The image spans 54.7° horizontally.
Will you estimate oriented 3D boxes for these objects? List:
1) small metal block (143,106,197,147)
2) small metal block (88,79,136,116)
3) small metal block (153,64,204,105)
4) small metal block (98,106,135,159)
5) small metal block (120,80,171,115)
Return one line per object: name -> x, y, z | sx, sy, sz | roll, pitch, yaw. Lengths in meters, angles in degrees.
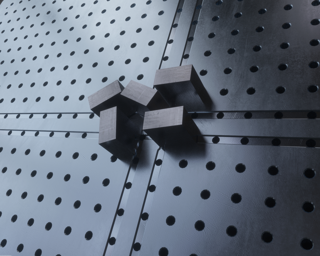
small metal block -> 0.014, 0.000, 0.384 | 0.050, 0.050, 0.025 | -8, 59, 24
small metal block -> -0.067, -0.035, 0.447 | 0.050, 0.050, 0.025 | -29, 52, 10
small metal block -> 0.026, -0.056, 0.412 | 0.050, 0.050, 0.025 | -4, 60, 26
small metal block -> -0.057, 0.007, 0.416 | 0.025, 0.050, 0.050 | -16, 55, 19
small metal block -> -0.018, -0.035, 0.421 | 0.050, 0.050, 0.025 | 27, 76, 37
